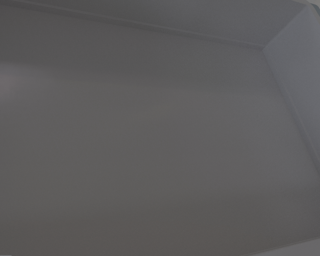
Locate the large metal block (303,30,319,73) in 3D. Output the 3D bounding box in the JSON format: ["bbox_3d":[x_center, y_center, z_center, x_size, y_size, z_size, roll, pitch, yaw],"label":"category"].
[{"bbox_3d":[0.375,-0.176,0.681,0.050,0.080,0.080,12,57,-22],"label":"large metal block"}]
